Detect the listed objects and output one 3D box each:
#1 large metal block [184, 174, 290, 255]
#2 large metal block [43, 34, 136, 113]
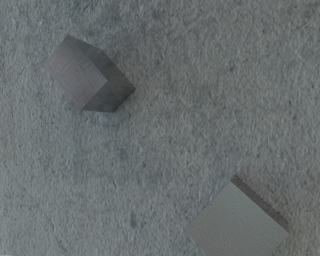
[{"bbox_3d":[0.090,0.114,0.364,0.080,0.050,0.080,42,103,14],"label":"large metal block"},{"bbox_3d":[-0.090,-0.068,0.410,0.050,0.080,0.080,-44,77,14],"label":"large metal block"}]
